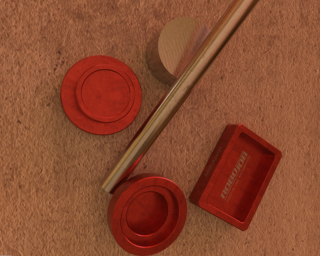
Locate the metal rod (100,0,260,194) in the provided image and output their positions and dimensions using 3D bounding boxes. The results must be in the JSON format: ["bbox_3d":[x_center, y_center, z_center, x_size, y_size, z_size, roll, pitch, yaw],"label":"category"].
[{"bbox_3d":[0.024,-0.044,0.370,0.025,0.025,0.299,34,97,-17],"label":"metal rod"}]

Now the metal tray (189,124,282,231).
[{"bbox_3d":[0.111,0.070,0.449,0.090,0.030,0.130,32,79,-18],"label":"metal tray"}]

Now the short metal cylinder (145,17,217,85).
[{"bbox_3d":[0.027,-0.098,0.407,0.081,0.050,0.079,0,90,-21],"label":"short metal cylinder"}]

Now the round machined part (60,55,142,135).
[{"bbox_3d":[-0.069,-0.040,0.375,0.099,0.042,0.097,0,90,-21],"label":"round machined part"}]

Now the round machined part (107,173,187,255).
[{"bbox_3d":[-0.019,0.104,0.390,0.099,0.042,0.097,-3,96,-24],"label":"round machined part"}]
